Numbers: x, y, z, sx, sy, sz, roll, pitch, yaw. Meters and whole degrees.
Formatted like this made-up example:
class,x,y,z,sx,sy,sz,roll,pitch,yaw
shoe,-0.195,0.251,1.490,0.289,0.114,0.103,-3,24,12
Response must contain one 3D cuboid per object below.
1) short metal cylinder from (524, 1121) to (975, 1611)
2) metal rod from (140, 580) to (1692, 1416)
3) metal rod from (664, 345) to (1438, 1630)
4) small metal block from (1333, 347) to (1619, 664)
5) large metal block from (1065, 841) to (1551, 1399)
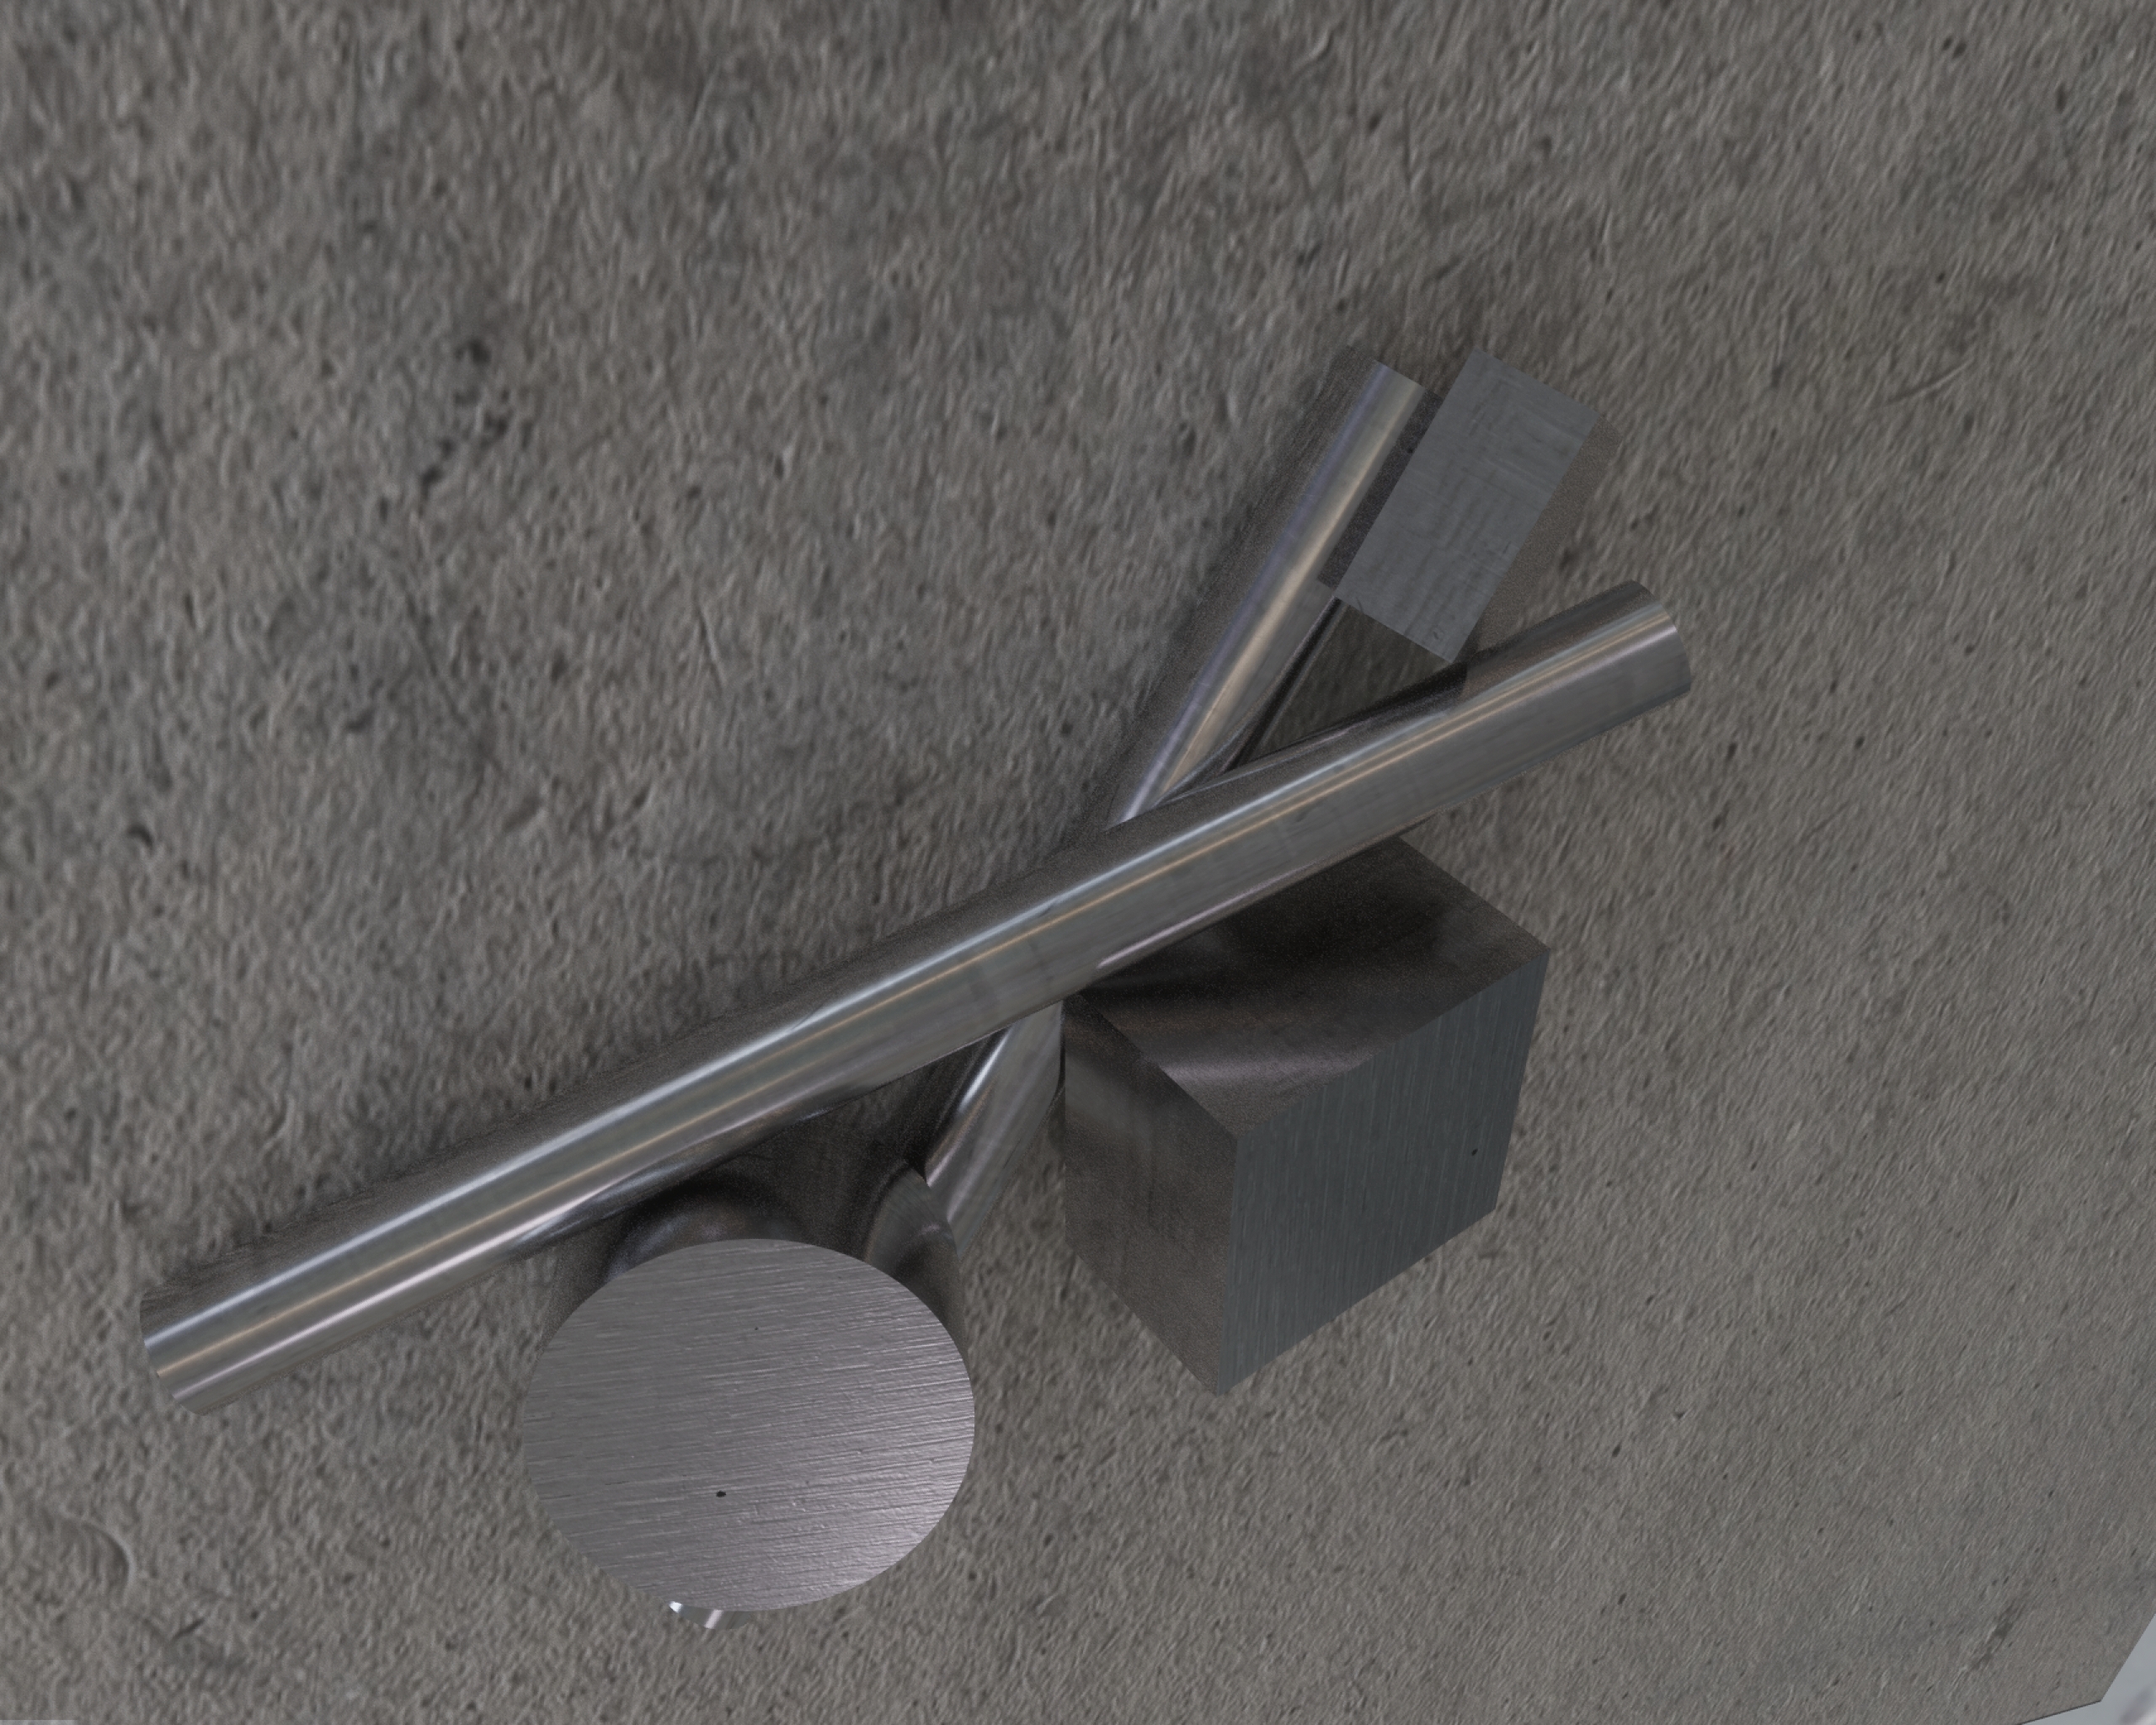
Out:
class,x,y,z,sx,sy,sz,roll,pitch,yaw
short metal cylinder,-0.062,0.094,0.400,0.081,0.050,0.079,-2,110,-6
metal rod,-0.026,0.023,0.386,0.301,0.025,0.025,-26,128,-4
metal rod,-0.011,0.036,0.424,0.025,0.025,0.298,19,109,-36
small metal block,0.077,-0.066,0.393,0.050,0.025,0.050,-61,167,15
large metal block,0.045,0.049,0.428,0.081,0.050,0.079,-27,138,-27
